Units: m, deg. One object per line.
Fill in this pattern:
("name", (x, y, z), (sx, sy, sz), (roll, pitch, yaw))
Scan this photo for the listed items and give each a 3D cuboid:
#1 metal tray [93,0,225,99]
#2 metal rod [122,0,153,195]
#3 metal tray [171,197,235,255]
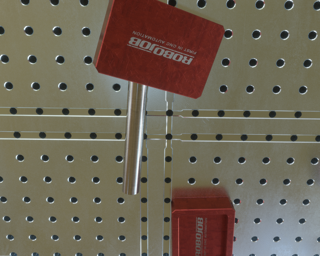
("metal tray", (-0.001, -0.093, 0.354), (0.131, 0.030, 0.089), (12, 107, -22))
("metal rod", (-0.028, -0.050, 0.394), (0.025, 0.025, 0.298), (5, 110, -2))
("metal tray", (0.063, 0.170, 0.473), (0.091, 0.030, 0.129), (-1, 110, 0))
